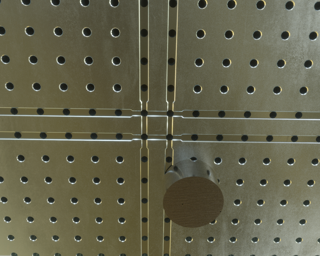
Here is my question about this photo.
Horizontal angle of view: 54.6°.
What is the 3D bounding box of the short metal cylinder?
[{"bbox_3d":[0.044,0.091,0.434,0.080,0.050,0.079,0,110,0],"label":"short metal cylinder"}]
